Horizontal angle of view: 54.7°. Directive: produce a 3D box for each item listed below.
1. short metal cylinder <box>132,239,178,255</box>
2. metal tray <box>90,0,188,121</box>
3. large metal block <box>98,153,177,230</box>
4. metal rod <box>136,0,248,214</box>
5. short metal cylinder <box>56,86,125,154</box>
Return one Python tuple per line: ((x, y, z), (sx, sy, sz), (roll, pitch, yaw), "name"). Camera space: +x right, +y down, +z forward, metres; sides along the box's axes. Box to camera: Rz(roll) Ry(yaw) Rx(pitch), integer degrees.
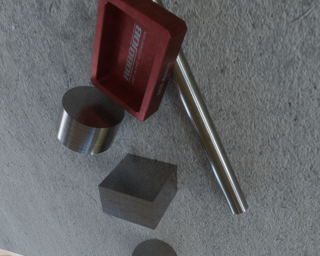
((-0.012, 0.239, 0.526), (0.080, 0.080, 0.050), (25, 127, 13), "short metal cylinder")
((-0.031, -0.079, 0.347), (0.090, 0.030, 0.129), (38, 140, 14), "metal tray")
((-0.028, 0.086, 0.439), (0.080, 0.080, 0.050), (12, 123, 22), "large metal block")
((0.044, -0.020, 0.370), (0.025, 0.025, 0.299), (-14, 112, 33), "metal rod")
((-0.093, -0.011, 0.414), (0.080, 0.080, 0.050), (33, 129, 6), "short metal cylinder")
